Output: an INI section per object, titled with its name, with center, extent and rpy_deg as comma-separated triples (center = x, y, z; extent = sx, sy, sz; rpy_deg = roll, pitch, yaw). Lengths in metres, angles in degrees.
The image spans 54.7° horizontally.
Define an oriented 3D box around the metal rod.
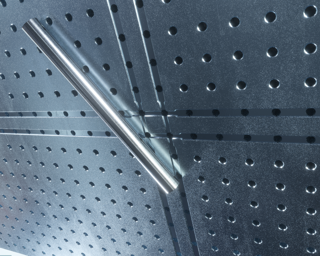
[metal rod]
center = -0.078, -0.026, 0.433
extent = 0.025, 0.025, 0.300
rpy_deg = -35, 100, 38
